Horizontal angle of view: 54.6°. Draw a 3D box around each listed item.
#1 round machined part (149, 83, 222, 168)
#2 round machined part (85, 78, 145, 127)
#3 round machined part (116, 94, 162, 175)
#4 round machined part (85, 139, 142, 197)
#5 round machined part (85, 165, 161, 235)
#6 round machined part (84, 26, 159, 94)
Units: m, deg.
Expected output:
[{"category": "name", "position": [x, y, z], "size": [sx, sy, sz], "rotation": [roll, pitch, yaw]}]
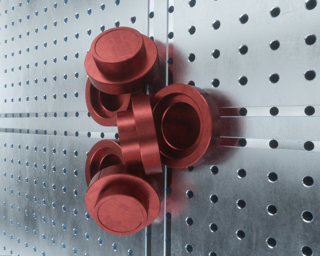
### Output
[{"category": "round machined part", "position": [0.031, -0.003, 0.373], "size": [0.098, 0.042, 0.097], "rotation": [0, 90, 40]}, {"category": "round machined part", "position": [-0.061, -0.051, 0.449], "size": [0.098, 0.042, 0.097], "rotation": [0, 90, 40]}, {"category": "round machined part", "position": [-0.027, 0.010, 0.382], "size": [0.042, 0.098, 0.098], "rotation": [-10, 81, -3]}, {"category": "round machined part", "position": [-0.062, 0.065, 0.450], "size": [0.098, 0.042, 0.097], "rotation": [0, 90, 40]}, {"category": "round machined part", "position": [-0.049, 0.099, 0.402], "size": [0.099, 0.042, 0.097], "rotation": [1, 117, 1]}, {"category": "round machined part", "position": [-0.051, -0.094, 0.406], "size": [0.098, 0.042, 0.098], "rotation": [-4, 56, 6]}]
